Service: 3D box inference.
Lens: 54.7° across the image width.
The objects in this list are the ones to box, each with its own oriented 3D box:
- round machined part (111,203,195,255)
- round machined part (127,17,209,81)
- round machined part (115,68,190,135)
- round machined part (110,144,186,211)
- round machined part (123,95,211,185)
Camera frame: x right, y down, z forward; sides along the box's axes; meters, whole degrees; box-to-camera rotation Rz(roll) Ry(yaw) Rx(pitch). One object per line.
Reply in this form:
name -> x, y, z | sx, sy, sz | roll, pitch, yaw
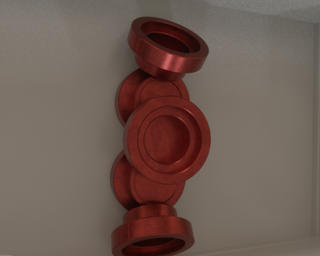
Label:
round machined part -> -0.010, 0.126, 0.378 | 0.099, 0.097, 0.042 | 7, 50, -20
round machined part -> 0.007, -0.095, 0.384 | 0.099, 0.098, 0.042 | 8, 130, -20
round machined part -> -0.005, -0.032, 0.398 | 0.099, 0.042, 0.097 | 0, 90, -21
round machined part -> -0.011, 0.065, 0.396 | 0.099, 0.042, 0.097 | 0, 90, -21
round machined part -> 0.005, 0.013, 0.357 | 0.099, 0.042, 0.097 | 0, 90, -21
